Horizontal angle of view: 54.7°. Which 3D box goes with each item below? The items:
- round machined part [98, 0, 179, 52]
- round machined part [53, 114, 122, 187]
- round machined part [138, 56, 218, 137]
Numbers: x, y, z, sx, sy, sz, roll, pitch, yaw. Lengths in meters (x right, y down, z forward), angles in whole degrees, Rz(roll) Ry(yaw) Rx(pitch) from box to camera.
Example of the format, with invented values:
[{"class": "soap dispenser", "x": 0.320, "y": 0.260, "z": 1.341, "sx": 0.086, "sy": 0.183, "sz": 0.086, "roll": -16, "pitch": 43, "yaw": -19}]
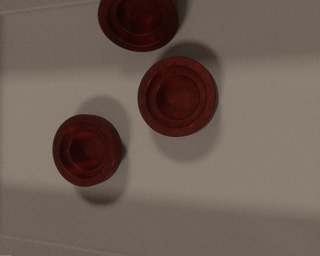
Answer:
[{"class": "round machined part", "x": -0.026, "y": -0.147, "z": 0.389, "sx": 0.098, "sy": 0.098, "sz": 0.042, "roll": -11, "pitch": 54, "yaw": 19}, {"class": "round machined part", "x": -0.097, "y": 0.030, "z": 0.434, "sx": 0.098, "sy": 0.042, "sz": 0.097, "roll": 0, "pitch": 90, "yaw": 19}, {"class": "round machined part", "x": 0.025, "y": -0.038, "z": 0.392, "sx": 0.098, "sy": 0.042, "sz": 0.097, "roll": 0, "pitch": 90, "yaw": 19}]
